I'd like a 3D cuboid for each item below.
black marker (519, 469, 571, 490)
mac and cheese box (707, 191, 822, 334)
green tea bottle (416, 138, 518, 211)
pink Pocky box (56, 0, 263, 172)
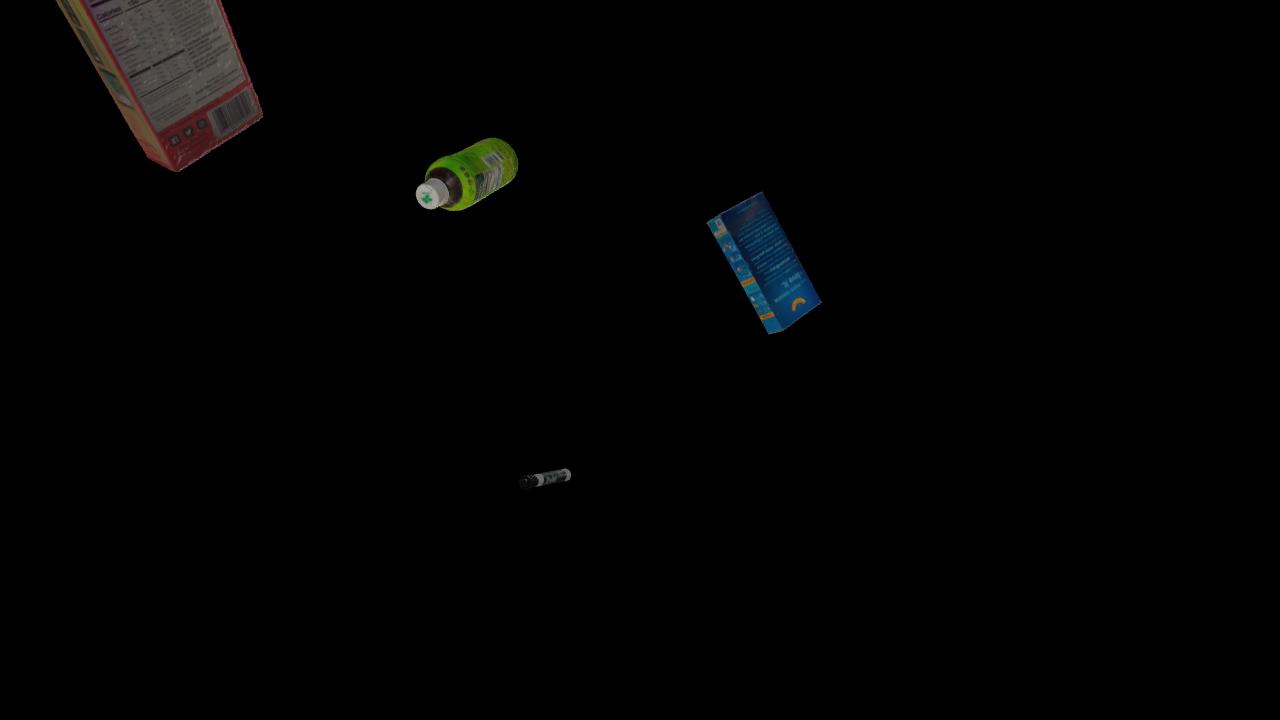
[{"bbox_3d":[-0.133,0.167,0.866,0.020,0.020,0.121,0,-5,21],"label":"black marker"},{"bbox_3d":[0.179,-0.139,0.880,0.093,0.184,0.041,-33,8,-28],"label":"mac and cheese box"},{"bbox_3d":[-0.230,-0.243,0.815,0.073,0.073,0.212,0,27,12],"label":"green tea bottle"},{"bbox_3d":[-0.309,-0.208,0.398,0.029,0.084,0.155,27,-34,5],"label":"pink Pocky box"}]
